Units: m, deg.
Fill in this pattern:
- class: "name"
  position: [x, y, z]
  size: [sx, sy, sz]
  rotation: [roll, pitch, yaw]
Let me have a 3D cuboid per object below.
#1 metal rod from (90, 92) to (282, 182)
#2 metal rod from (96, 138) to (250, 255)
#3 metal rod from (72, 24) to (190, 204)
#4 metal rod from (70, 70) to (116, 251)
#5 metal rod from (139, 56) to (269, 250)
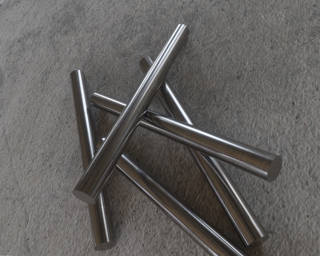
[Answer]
- class: "metal rod"
  position: [0.002, -0.004, 0.378]
  size: [0.300, 0.025, 0.025]
  rotation: [22, 73, 44]
- class: "metal rod"
  position: [0.020, 0.090, 0.337]
  size: [0.300, 0.025, 0.025]
  rotation: [34, 81, 38]
- class: "metal rod"
  position: [-0.020, -0.041, 0.391]
  size: [0.025, 0.025, 0.301]
  rotation: [3, 48, 29]
- class: "metal rod"
  position: [-0.102, 0.022, 0.443]
  size: [0.025, 0.025, 0.299]
  rotation: [-28, 52, 11]
- class: "metal rod"
  position: [0.035, 0.004, 0.382]
  size: [0.025, 0.025, 0.300]
  rotation: [-33, 51, 6]
